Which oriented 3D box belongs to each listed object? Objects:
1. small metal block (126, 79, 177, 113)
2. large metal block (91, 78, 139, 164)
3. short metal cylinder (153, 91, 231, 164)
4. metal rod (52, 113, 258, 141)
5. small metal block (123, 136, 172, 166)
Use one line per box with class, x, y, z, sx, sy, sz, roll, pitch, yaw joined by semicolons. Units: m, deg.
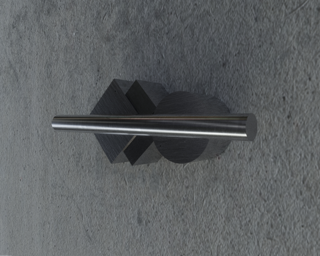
small metal block;-0.008;-0.033;0.397;0.025;0.050;0.050;-50;61;28
large metal block;-0.046;-0.009;0.426;0.080;0.050;0.080;-49;61;28
short metal cylinder;0.037;-0.001;0.359;0.080;0.050;0.080;0;90;40
metal rod;-0.035;-0.004;0.367;0.300;0.025;0.025;2;91;40
small metal block;-0.011;0.021;0.401;0.050;0.050;0.025;-50;61;28
